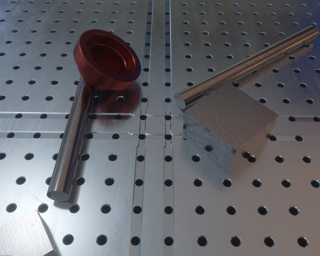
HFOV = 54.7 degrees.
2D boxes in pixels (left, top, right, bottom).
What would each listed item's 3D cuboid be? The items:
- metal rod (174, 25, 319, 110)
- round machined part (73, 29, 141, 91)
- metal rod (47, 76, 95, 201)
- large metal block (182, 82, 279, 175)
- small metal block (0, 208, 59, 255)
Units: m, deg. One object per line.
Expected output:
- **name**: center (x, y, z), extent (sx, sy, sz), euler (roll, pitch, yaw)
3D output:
- **metal rod**: center (0.150, -0.104, 0.497), extent (0.302, 0.025, 0.025), euler (-29, 56, -23)
- **round machined part**: center (-0.080, -0.094, 0.455), extent (0.099, 0.042, 0.098), euler (23, 45, -26)
- **metal rod**: center (-0.109, -0.039, 0.439), extent (0.025, 0.025, 0.300), euler (1, 50, 1)
- **large metal block**: center (0.087, -0.002, 0.395), extent (0.080, 0.050, 0.080), euler (-34, 58, -26)
- **small metal block**: center (-0.136, 0.117, 0.307), extent (0.050, 0.025, 0.050), euler (-26, 55, -21)
